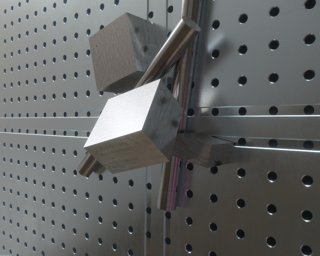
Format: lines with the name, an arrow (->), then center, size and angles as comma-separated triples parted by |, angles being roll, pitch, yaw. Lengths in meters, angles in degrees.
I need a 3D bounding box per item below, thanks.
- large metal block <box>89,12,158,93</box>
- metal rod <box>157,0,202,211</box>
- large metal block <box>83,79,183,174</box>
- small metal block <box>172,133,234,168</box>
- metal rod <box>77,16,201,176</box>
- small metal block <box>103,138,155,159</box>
large metal block -> -0.049, -0.100, 0.434 | 0.080, 0.050, 0.080 | -18, 79, 38
metal rod -> 0.026, -0.044, 0.387 | 0.025, 0.025, 0.298 | 11, 97, 39
large metal block -> -0.027, -0.001, 0.352 | 0.080, 0.050, 0.080 | -17, 38, 32
small metal block -> 0.048, 0.024, 0.353 | 0.050, 0.050, 0.025 | 16, 101, 39
metal rod -> -0.045, -0.023, 0.427 | 0.298, 0.025, 0.025 | -49, 61, 35
small metal block -> -0.042, 0.028, 0.428 | 0.050, 0.050, 0.025 | -2, 89, 40
